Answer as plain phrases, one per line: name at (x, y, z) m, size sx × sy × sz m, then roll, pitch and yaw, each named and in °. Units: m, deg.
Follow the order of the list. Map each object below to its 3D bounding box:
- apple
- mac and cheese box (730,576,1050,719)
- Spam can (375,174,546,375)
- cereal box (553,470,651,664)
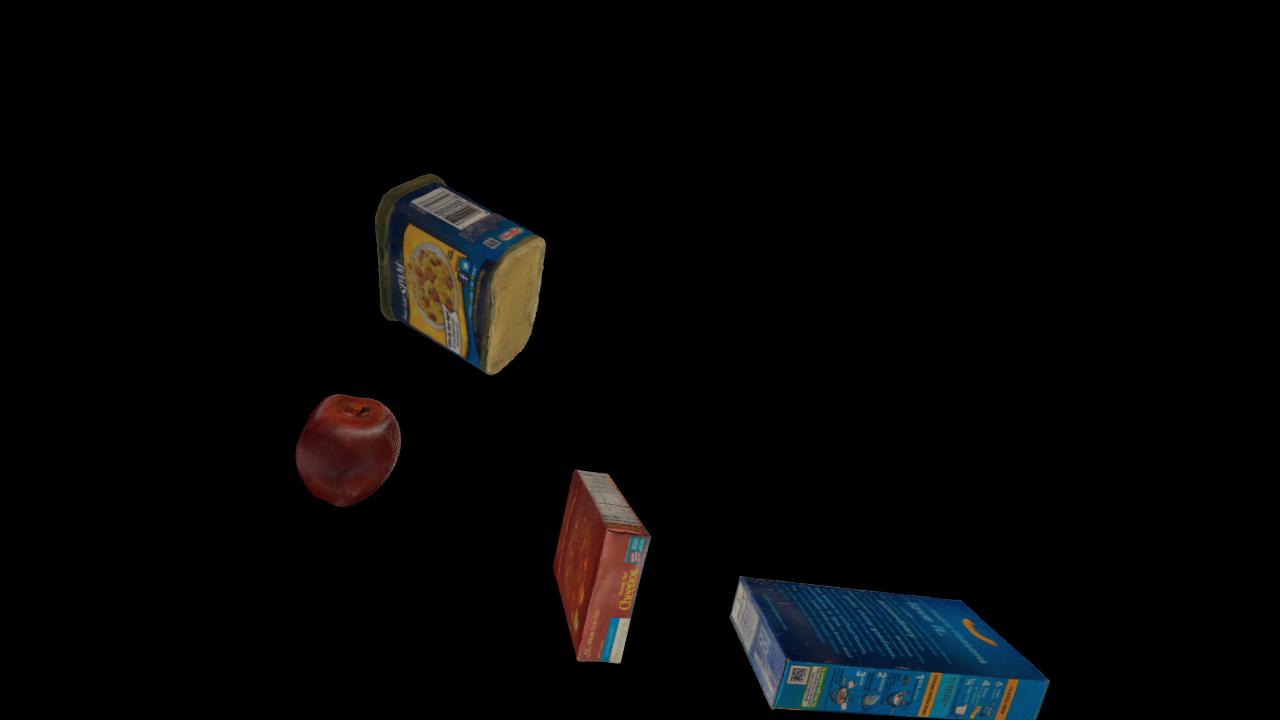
apple at (-0.233, 0.073, 0.495) m, size 0.079 × 0.093 × 0.079 m, roll 21°, pitch 24°, yaw -10°
mac and cheese box at (0.162, 0.195, 0.418) m, size 0.184 × 0.041 × 0.093 m, roll 10°, pitch 9°, yaw -10°
Spam can at (-0.112, -0.051, 0.389) m, size 0.085 × 0.101 × 0.058 m, roll 30°, pitch 44°, yaw 13°
cereal box at (-0.074, 0.326, 1.029) m, size 0.081 × 0.203 × 0.306 m, roll 11°, pitch 4°, yaw -17°
